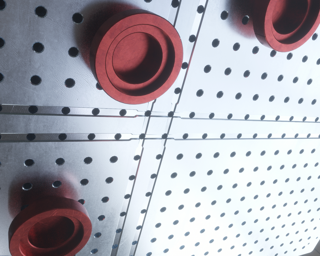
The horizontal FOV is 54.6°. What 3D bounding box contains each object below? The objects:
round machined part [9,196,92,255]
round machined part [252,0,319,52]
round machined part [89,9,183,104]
[{"bbox_3d":[-0.142,0.128,0.401,0.099,0.042,0.097,-14,124,-21],"label":"round machined part"},{"bbox_3d":[0.157,-0.150,0.392,0.099,0.042,0.097,-14,124,-21],"label":"round machined part"},{"bbox_3d":[-0.028,-0.078,0.336,0.099,0.042,0.097,-14,124,-21],"label":"round machined part"}]
